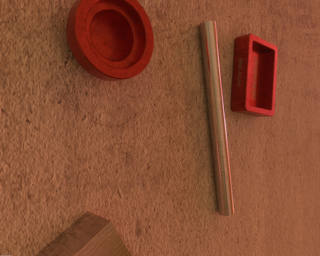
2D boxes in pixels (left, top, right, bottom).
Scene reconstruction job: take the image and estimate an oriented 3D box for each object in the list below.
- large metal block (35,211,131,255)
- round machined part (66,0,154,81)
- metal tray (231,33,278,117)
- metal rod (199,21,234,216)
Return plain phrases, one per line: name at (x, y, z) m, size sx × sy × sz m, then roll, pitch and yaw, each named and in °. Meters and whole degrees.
large metal block at (-0.077, 0.150, 0.326) m, size 0.080 × 0.050 × 0.080 m, roll -38°, pitch 114°, yaw -33°
round machined part at (-0.058, -0.101, 0.346) m, size 0.099 × 0.042 × 0.097 m, roll 0°, pitch 90°, yaw -40°
metal tray at (0.167, -0.089, 0.544) m, size 0.091 × 0.030 × 0.129 m, roll 7°, pitch 86°, yaw -40°
metal rod at (0.089, -0.011, 0.482) m, size 0.025 × 0.025 × 0.298 m, roll -12°, pitch 98°, yaw -40°
